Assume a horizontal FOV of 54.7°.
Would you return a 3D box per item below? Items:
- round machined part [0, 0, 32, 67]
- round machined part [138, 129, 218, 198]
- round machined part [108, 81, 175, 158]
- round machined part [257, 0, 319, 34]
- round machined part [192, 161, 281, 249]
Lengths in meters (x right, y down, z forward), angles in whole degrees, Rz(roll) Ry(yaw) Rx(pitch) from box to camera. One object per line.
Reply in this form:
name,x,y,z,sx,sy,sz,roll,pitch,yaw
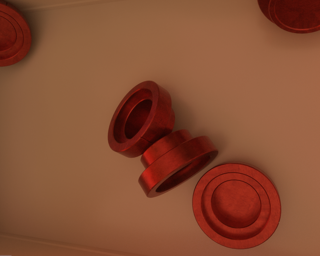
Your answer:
round machined part,-0.247,-0.146,0.467,0.098,0.098,0.042,-46,38,14
round machined part,0.016,0.038,0.366,0.098,0.098,0.042,-39,69,15
round machined part,-0.019,-0.007,0.390,0.098,0.042,0.098,-33,41,35
round machined part,0.150,-0.136,0.316,0.098,0.098,0.042,10,62,19
round machined part,0.092,0.088,0.369,0.098,0.042,0.097,0,90,19
